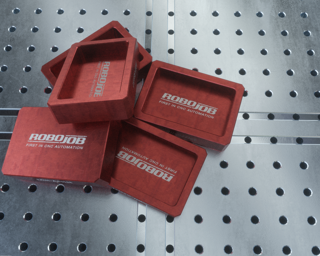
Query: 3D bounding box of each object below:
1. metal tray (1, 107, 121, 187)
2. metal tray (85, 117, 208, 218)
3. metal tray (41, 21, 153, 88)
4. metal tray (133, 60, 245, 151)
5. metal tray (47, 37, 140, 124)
[{"bbox_3d":[-0.121,0.021,0.383,0.130,0.030,0.090,2,70,15],"label":"metal tray"},{"bbox_3d":[-0.018,0.045,0.392,0.130,0.030,0.090,24,72,8],"label":"metal tray"},{"bbox_3d":[-0.086,-0.084,0.438,0.130,0.030,0.090,-38,74,-13],"label":"metal tray"},{"bbox_3d":[0.039,-0.031,0.419,0.130,0.030,0.090,17,71,6],"label":"metal tray"},{"bbox_3d":[-0.076,-0.063,0.386,0.090,0.030,0.130,-4,46,6],"label":"metal tray"}]
